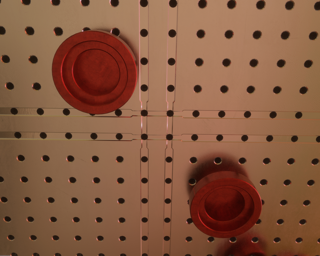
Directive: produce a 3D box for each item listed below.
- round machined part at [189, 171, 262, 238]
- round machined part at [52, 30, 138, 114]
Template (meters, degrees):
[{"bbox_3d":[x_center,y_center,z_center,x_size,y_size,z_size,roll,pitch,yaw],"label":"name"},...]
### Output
[{"bbox_3d":[0.090,0.104,0.443,0.099,0.042,0.097,0,110,0],"label":"round machined part"},{"bbox_3d":[-0.076,-0.069,0.378,0.099,0.042,0.097,0,110,0],"label":"round machined part"}]
